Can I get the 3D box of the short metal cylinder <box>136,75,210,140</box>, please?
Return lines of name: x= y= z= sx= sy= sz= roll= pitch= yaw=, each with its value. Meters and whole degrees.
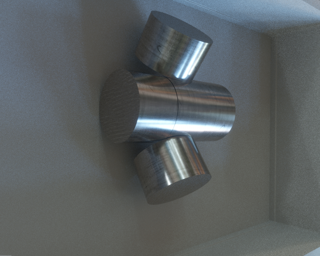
short metal cylinder: x=0.014 y=-0.022 z=0.380 sx=0.050 sy=0.080 sz=0.080 roll=2 pitch=89 yaw=-40

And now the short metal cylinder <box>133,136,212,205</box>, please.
short metal cylinder: x=0.014 y=0.052 z=0.371 sx=0.081 sy=0.080 sz=0.050 roll=0 pitch=56 yaw=-40

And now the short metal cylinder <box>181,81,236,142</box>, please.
short metal cylinder: x=0.052 y=-0.022 z=0.412 sx=0.050 sy=0.080 sz=0.080 roll=2 pitch=89 yaw=-40

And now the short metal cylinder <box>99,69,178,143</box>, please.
short metal cylinder: x=-0.026 y=-0.023 z=0.347 sx=0.050 sy=0.080 sz=0.080 roll=2 pitch=89 yaw=-40

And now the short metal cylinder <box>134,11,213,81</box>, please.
short metal cylinder: x=0.016 y=-0.099 z=0.372 sx=0.081 sy=0.080 sz=0.050 roll=2 pitch=127 yaw=-40
